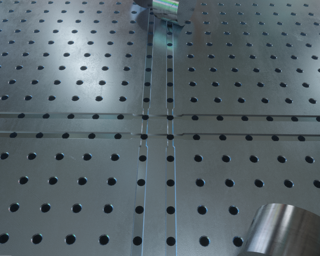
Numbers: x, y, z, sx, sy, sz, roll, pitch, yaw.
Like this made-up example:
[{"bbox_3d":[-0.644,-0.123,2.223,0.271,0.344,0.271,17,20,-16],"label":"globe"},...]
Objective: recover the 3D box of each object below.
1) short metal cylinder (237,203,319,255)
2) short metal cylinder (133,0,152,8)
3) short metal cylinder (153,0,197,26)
[{"bbox_3d":[0.116,0.113,0.277,0.080,0.080,0.050,25,54,19],"label":"short metal cylinder"},{"bbox_3d":[-0.022,-0.287,0.613,0.081,0.080,0.050,-7,51,-6],"label":"short metal cylinder"},{"bbox_3d":[0.029,-0.235,0.569,0.050,0.080,0.080,25,54,19],"label":"short metal cylinder"}]
